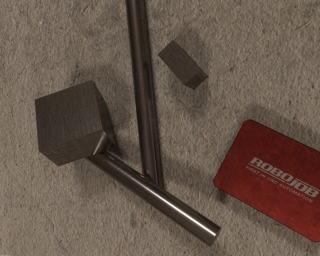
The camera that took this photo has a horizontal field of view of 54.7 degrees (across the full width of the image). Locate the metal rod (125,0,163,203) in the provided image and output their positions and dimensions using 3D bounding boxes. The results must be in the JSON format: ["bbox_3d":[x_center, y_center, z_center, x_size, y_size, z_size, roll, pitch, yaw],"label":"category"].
[{"bbox_3d":[-0.022,-0.051,0.415,0.025,0.025,0.298,-7,88,19],"label":"metal rod"}]

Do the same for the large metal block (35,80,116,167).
[{"bbox_3d":[-0.112,-0.006,0.408,0.080,0.050,0.080,-19,59,1],"label":"large metal block"}]

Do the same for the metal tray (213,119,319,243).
[{"bbox_3d":[0.140,0.056,0.357,0.130,0.030,0.090,28,99,17],"label":"metal tray"}]

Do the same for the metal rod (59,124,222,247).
[{"bbox_3d":[-0.057,0.054,0.406,0.300,0.025,0.025,30,100,25],"label":"metal rod"}]

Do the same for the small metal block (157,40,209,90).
[{"bbox_3d":[0.030,-0.077,0.385,0.025,0.050,0.050,-43,77,15],"label":"small metal block"}]
